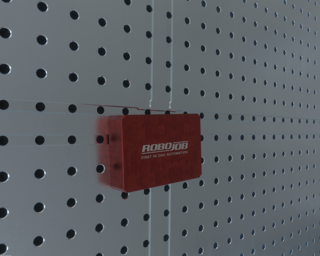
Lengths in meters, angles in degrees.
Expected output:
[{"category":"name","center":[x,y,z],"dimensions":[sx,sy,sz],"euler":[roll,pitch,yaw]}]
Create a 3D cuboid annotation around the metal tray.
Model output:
[{"category":"metal tray","center":[-0.002,0.027,0.403],"dimensions":[0.131,0.030,0.090],"euler":[-3,92,-40]}]
